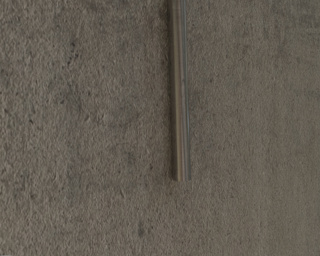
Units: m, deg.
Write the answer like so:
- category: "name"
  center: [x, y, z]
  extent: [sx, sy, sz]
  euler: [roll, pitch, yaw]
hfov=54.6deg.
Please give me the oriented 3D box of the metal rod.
- category: "metal rod"
  center: [0.026, -0.078, 0.424]
  extent: [0.025, 0.025, 0.298]
  euler: [-3, 92, -40]
